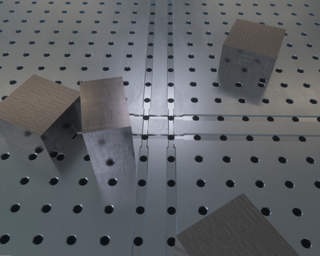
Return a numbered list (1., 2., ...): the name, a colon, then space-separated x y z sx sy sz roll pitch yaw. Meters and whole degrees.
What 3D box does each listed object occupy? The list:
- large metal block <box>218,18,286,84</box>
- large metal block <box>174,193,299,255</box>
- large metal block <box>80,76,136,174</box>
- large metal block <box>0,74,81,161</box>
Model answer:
1. large metal block: 0.148 -0.125 0.497 0.080 0.050 0.080 19 53 15
2. large metal block: 0.070 0.122 0.289 0.080 0.050 0.080 -26 55 -20
3. large metal block: -0.062 -0.003 0.374 0.050 0.080 0.080 -9 51 -7
4. large metal block: -0.153 -0.016 0.404 0.080 0.050 0.080 21 53 17
